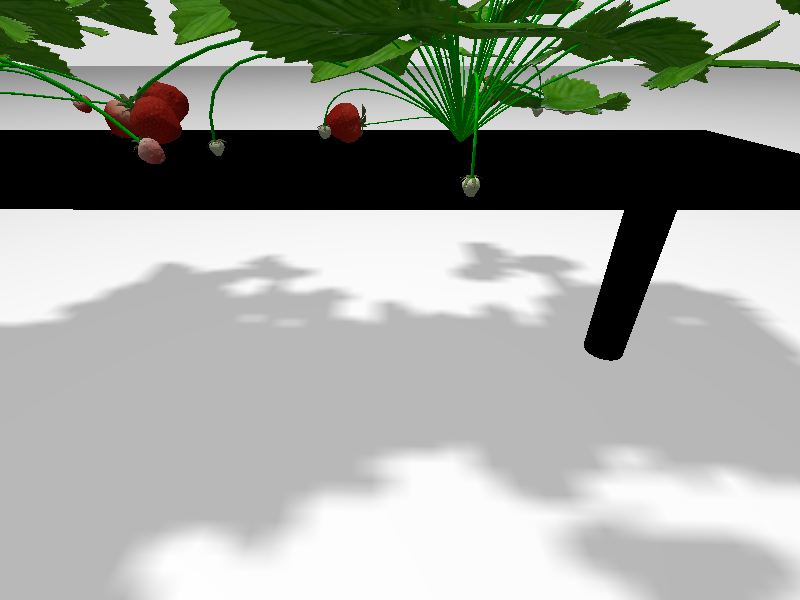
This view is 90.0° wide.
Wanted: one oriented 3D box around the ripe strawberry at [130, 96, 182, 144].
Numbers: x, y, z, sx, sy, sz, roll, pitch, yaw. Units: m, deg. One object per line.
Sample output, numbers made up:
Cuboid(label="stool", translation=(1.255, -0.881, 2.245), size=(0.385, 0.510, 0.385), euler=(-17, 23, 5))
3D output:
Cuboid(label="ripe strawberry", translation=(-0.195, -0.143, 0.323), size=(0.035, 0.035, 0.033), euler=(30, 27, -17))

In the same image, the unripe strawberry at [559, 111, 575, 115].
Cuboid(label="unripe strawberry", translation=(0.199, -0.230, 0.467), size=(0.028, 0.026, 0.026), euler=(25, 39, 34))

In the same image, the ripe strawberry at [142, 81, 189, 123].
Cuboid(label="ripe strawberry", translation=(-0.226, -0.191, 0.389), size=(0.038, 0.040, 0.035), euler=(-13, 34, -21))

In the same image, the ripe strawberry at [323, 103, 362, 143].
Cuboid(label="ripe strawberry", translation=(-0.045, -0.140, 0.317), size=(0.030, 0.029, 0.033), euler=(-3, 32, -3))

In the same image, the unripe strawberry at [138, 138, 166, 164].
Cuboid(label="unripe strawberry", translation=(-0.158, -0.094, 0.255), size=(0.016, 0.016, 0.014), euler=(37, 36, -3))

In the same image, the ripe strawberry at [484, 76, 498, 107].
Cuboid(label="ripe strawberry", translation=(0.116, -0.272, 0.523), size=(0.033, 0.038, 0.036), euler=(8, 32, 13))

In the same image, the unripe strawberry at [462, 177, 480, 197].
Cuboid(label="unripe strawberry", translation=(0.034, -0.055, 0.195), size=(0.009, 0.010, 0.010), euler=(3, 32, 5))

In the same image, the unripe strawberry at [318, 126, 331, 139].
Cuboid(label="unripe strawberry", translation=(-0.058, -0.130, 0.309), size=(0.010, 0.010, 0.009), euler=(-5, 32, -8))

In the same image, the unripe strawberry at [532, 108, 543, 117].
Cuboid(label="unripe strawberry", translation=(0.144, -0.198, 0.420), size=(0.011, 0.011, 0.011), euler=(24, 39, 33))

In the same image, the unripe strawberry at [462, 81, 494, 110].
Cuboid(label="unripe strawberry", translation=(0.095, -0.248, 0.485), size=(0.040, 0.034, 0.040), euler=(7, 32, 11))

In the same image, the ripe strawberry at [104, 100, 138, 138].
Cuboid(label="ripe strawberry", translation=(-0.238, -0.154, 0.345), size=(0.030, 0.031, 0.029), euler=(36, 28, -16))

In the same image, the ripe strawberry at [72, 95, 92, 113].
Cuboid(label="ripe strawberry", translation=(-0.388, -0.239, 0.491), size=(0.019, 0.020, 0.020), euler=(2, -15, 3))

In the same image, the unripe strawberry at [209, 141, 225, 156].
Cuboid(label="unripe strawberry", translation=(-0.123, -0.102, 0.270), size=(0.010, 0.010, 0.011), euler=(-11, 33, -18))
